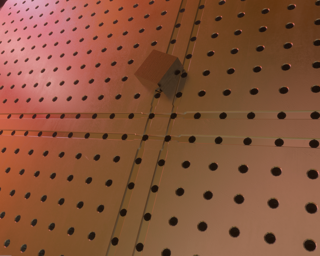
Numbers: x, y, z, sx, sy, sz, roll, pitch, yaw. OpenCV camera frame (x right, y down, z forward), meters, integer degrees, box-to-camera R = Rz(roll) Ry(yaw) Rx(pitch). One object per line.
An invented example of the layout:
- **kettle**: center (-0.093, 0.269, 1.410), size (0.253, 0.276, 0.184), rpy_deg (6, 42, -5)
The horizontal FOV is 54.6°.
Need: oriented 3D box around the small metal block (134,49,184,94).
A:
- **small metal block**: center (-0.002, -0.085, 0.462), size (0.050, 0.025, 0.050), rpy_deg (28, 77, 37)
